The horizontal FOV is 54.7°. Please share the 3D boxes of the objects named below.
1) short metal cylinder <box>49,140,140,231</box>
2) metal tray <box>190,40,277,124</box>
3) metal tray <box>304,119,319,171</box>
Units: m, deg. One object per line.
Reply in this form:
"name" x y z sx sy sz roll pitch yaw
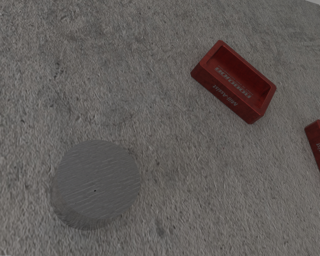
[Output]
"short metal cylinder" -0.067 0.059 0.316 0.081 0.050 0.080 14 56 -21
"metal tray" 0.125 -0.078 0.514 0.130 0.030 0.090 40 51 -1
"metal tray" 0.312 0.053 0.535 0.091 0.030 0.130 8 58 -24
